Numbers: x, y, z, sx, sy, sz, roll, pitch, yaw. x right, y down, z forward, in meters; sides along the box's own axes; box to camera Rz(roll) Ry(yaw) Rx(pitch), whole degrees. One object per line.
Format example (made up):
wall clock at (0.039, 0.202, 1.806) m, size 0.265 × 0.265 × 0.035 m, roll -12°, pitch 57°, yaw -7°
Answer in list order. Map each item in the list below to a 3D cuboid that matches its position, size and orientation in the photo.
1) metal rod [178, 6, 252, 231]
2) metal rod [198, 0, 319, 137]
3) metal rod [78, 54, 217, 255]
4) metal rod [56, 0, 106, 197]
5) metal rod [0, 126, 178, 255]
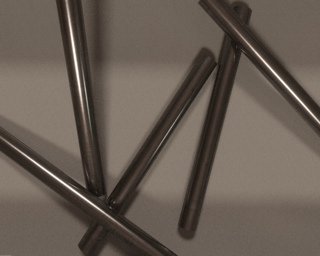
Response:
metal rod at (0.073, -0.013, 0.412) m, size 0.025 × 0.025 × 0.298 m, roll 14°, pitch 90°, yaw -1°
metal rod at (0.161, -0.056, 0.397) m, size 0.025 × 0.025 × 0.300 m, roll -45°, pitch 97°, yaw 0°
metal rod at (-0.016, 0.035, 0.411) m, size 0.025 × 0.025 × 0.299 m, roll 33°, pitch 90°, yaw -1°
metal rod at (-0.090, -0.050, 0.351) m, size 0.025 × 0.025 × 0.298 m, roll -2°, pitch 114°, yaw 0°
metal rod at (-0.102, 0.086, 0.390) m, size 0.301 × 0.025 × 0.025 m, roll 34°, pitch 90°, yaw 7°
